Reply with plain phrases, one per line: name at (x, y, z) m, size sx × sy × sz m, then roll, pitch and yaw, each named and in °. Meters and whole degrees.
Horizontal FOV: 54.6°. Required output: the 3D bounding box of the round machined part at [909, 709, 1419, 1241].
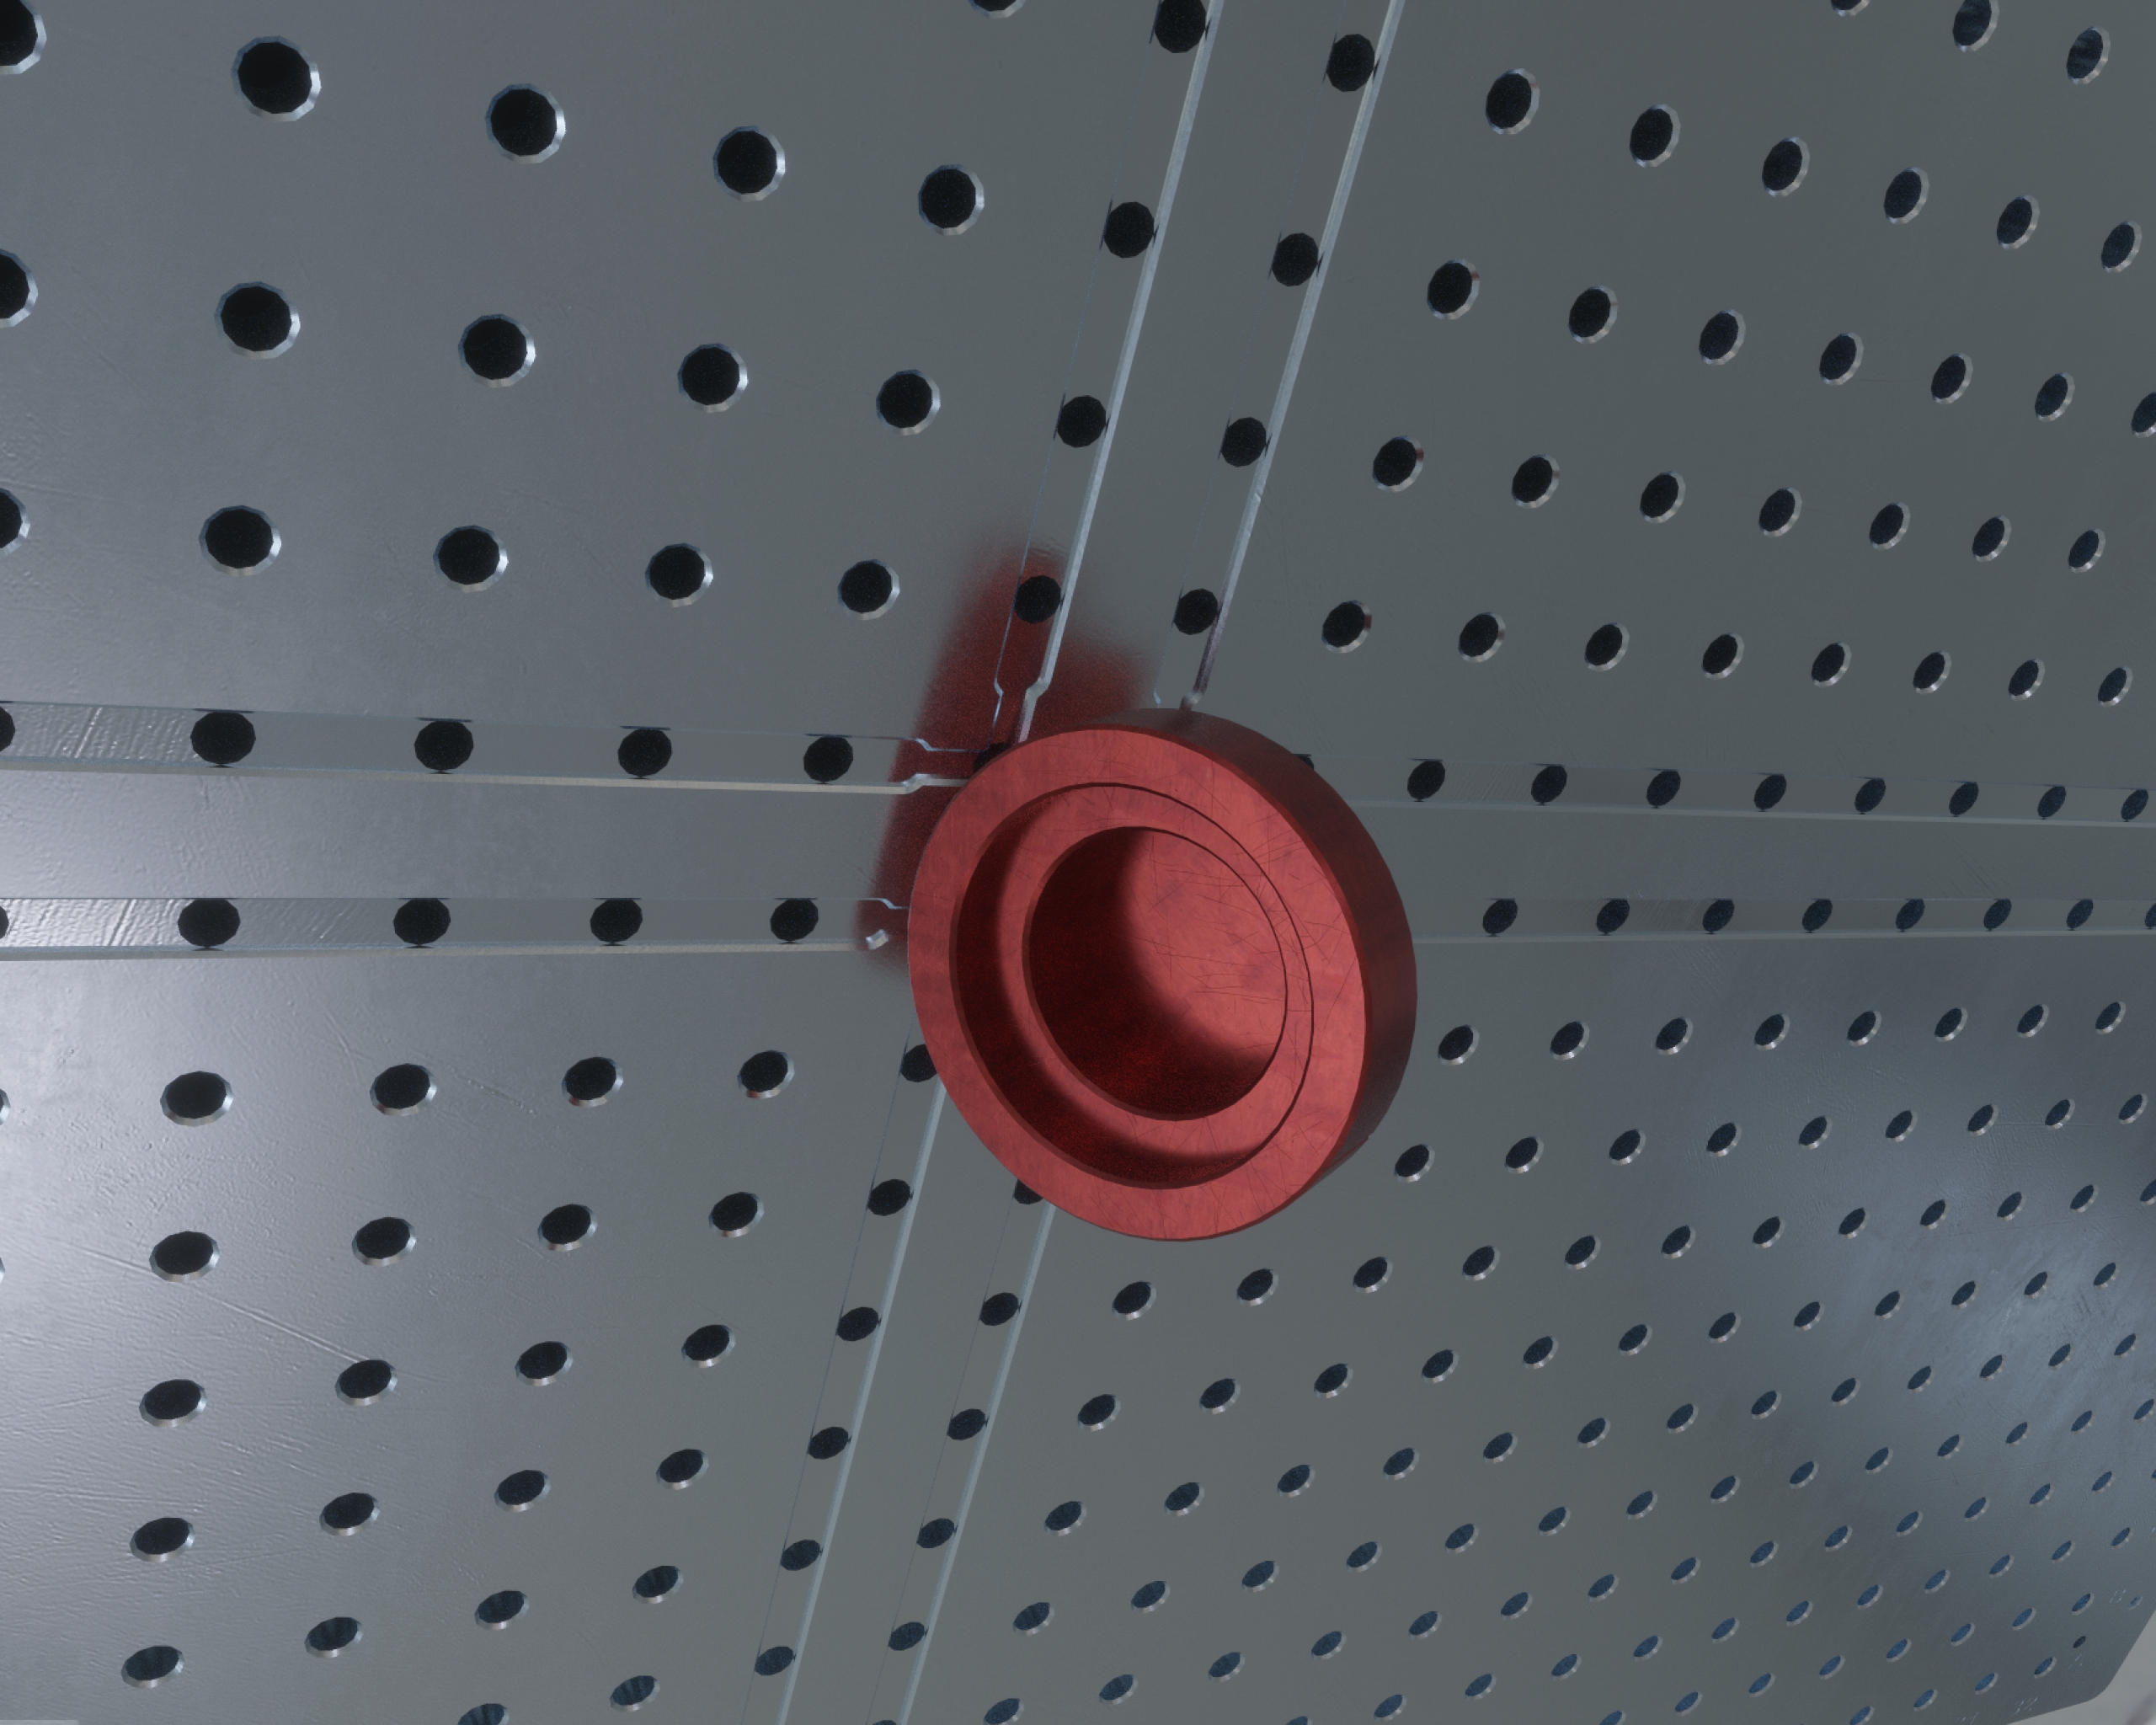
round machined part at (0.020, 0.019, 0.398) m, size 0.042 × 0.098 × 0.097 m, roll -21°, pitch 134°, yaw -56°
